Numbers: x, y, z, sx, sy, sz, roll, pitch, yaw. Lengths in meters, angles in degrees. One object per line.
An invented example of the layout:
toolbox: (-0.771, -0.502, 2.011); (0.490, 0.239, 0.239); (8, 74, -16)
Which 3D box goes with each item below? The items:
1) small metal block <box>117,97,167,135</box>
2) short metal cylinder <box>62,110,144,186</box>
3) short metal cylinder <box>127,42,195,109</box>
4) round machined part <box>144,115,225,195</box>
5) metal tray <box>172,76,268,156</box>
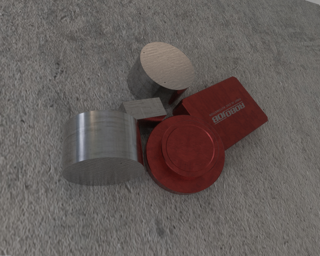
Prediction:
small metal block: (-0.027, -0.011, 0.380); (0.050, 0.050, 0.025); (-11, 67, -33)
short metal cylinder: (-0.059, 0.023, 0.322); (0.081, 0.080, 0.050); (6, 59, -25)
short metal cylinder: (0.001, -0.072, 0.432); (0.081, 0.050, 0.080); (14, 56, -21)
round machined part: (0.032, 0.029, 0.373); (0.099, 0.042, 0.098); (3, 71, -9)
metal tray: (0.093, -0.019, 0.462); (0.131, 0.030, 0.090); (-27, 77, -37)
